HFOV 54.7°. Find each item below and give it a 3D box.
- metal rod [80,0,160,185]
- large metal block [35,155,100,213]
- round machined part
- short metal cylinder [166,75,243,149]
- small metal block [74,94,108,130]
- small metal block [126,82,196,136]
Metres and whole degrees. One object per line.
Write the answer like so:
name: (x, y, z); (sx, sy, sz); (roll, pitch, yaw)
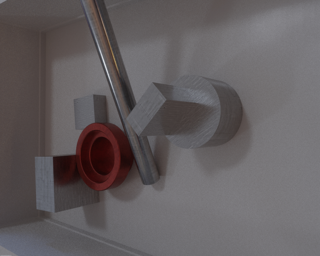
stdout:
metal rod: (-0.052, -0.064, 0.366); (0.025, 0.025, 0.298); (1, 117, 40)
large metal block: (-0.145, 0.082, 0.487); (0.050, 0.081, 0.080); (-5, 87, 40)
round machined part: (-0.077, 0.041, 0.457); (0.098, 0.042, 0.097); (0, 90, 39)
short metal cylinder: (0.045, -0.017, 0.352); (0.080, 0.050, 0.079); (0, 90, 39)
small metal block: (-0.111, -0.024, 0.496); (0.050, 0.025, 0.050); (-7, 85, 39)
small metal block: (0.002, -0.018, 0.323); (0.050, 0.050, 0.025); (-52, 60, 27)
